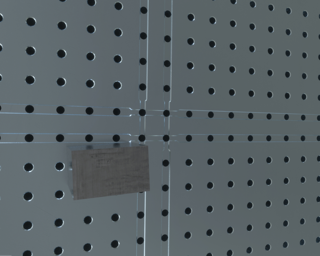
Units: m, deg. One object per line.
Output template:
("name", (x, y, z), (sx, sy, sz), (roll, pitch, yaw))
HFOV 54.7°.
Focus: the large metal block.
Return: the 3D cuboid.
("large metal block", (-0.064, 0.045, 0.361), (0.081, 0.080, 0.050), (-3, 91, -20))
